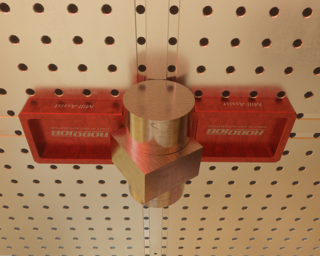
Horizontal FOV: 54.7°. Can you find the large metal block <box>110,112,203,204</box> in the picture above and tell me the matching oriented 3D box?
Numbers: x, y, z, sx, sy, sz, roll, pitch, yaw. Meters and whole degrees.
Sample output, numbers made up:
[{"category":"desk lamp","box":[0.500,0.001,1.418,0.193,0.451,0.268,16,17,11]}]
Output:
[{"category":"large metal block","box":[-0.006,0.033,0.384,0.081,0.080,0.050,-22,136,-27]}]

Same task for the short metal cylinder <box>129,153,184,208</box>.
[{"category":"short metal cylinder","box":[-0.004,0.062,0.428,0.081,0.080,0.050,1,130,-1]}]

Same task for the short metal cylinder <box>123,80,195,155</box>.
[{"category":"short metal cylinder","box":[-0.002,-0.014,0.363,0.081,0.080,0.050,1,130,-1]}]

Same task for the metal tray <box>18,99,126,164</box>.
[{"category":"metal tray","box":[-0.107,0.007,0.413,0.131,0.030,0.089,1,130,-1]}]

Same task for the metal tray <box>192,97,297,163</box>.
[{"category":"metal tray","box":[0.102,0.005,0.413,0.131,0.030,0.089,1,130,-1]}]
